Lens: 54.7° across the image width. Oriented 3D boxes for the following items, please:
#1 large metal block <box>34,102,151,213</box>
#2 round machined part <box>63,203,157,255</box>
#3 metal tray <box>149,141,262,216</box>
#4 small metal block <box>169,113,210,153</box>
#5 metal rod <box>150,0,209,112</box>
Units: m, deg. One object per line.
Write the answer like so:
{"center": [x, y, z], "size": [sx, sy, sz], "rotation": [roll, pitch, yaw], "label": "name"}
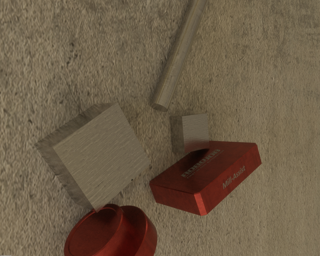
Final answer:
{"center": [-0.069, 0.028, 0.331], "size": [0.080, 0.050, 0.080], "rotation": [-41, 115, -32], "label": "large metal block"}
{"center": [-0.056, 0.116, 0.311], "size": [0.098, 0.098, 0.042], "rotation": [-48, 119, -29], "label": "round machined part"}
{"center": [0.062, 0.059, 0.414], "size": [0.131, 0.090, 0.030], "rotation": [-30, 109, -36], "label": "metal tray"}
{"center": [0.043, 0.006, 0.440], "size": [0.050, 0.025, 0.050], "rotation": [-8, 96, -40], "label": "small metal block"}
{"center": [0.049, -0.161, 0.444], "size": [0.025, 0.025, 0.299], "rotation": [32, 70, -35], "label": "metal rod"}
